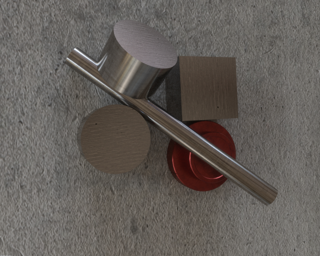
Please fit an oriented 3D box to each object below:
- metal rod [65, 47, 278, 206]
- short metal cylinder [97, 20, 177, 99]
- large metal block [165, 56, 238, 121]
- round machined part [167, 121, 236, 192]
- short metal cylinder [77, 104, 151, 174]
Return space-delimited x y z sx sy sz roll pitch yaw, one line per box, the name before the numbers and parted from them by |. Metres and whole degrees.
metal rod | 0.017 0.000 0.381 0.301 0.025 0.025 35 78 -3
short metal cylinder | -0.027 -0.081 0.367 0.080 0.050 0.080 21 43 -21
large metal block | 0.055 -0.051 0.415 0.081 0.050 0.079 -3 91 -20
round machined part | 0.063 0.038 0.424 0.099 0.042 0.097 0 90 -20
short metal cylinder | -0.058 0.013 0.377 0.081 0.050 0.080 0 90 -20
